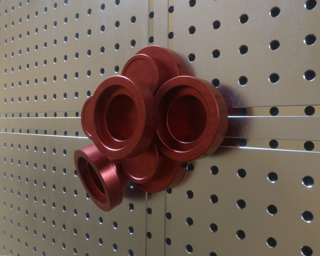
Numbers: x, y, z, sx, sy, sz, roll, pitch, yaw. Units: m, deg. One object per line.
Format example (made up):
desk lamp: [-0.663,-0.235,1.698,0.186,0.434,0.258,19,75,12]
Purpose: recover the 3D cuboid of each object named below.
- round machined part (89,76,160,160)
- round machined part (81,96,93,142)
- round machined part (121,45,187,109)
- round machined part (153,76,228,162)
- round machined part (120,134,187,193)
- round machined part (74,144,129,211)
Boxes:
round machined part: [-0.040,-0.012,0.376,0.098,0.042,0.097,0,90,40]
round machined part: [-0.082,-0.015,0.467,0.098,0.042,0.097,0,90,40]
round machined part: [-0.015,-0.061,0.412,0.098,0.042,0.097,0,90,40]
round machined part: [0.037,-0.011,0.368,0.098,0.042,0.097,0,90,40]
round machined part: [-0.015,0.037,0.412,0.098,0.042,0.097,0,90,40]
round machined part: [-0.081,0.067,0.450,0.098,0.042,0.097,34,137,38]
